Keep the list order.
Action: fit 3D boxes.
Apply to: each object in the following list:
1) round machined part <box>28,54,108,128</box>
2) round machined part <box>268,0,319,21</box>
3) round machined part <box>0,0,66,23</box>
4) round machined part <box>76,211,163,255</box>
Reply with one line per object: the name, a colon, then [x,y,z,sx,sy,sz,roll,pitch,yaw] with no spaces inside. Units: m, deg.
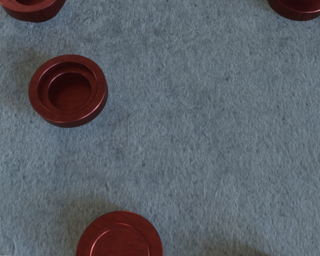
round machined part: [-0.118,-0.046,0.414,0.099,0.042,0.098,0,70,-1]
round machined part: [0.221,-0.220,0.482,0.099,0.042,0.098,0,70,-1]
round machined part: [-0.190,-0.201,0.470,0.099,0.042,0.098,0,70,-1]
round machined part: [-0.045,0.143,0.346,0.099,0.042,0.098,0,70,-1]
